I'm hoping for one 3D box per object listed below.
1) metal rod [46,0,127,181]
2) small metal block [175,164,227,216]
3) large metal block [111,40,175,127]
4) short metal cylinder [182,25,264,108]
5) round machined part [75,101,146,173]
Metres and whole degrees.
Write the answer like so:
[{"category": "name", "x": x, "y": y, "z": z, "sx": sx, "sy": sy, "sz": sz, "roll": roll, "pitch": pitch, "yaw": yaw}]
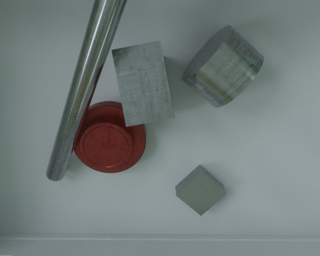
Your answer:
[{"category": "metal rod", "x": -0.088, "y": -0.031, "z": 0.336, "sx": 0.025, "sy": 0.025, "sz": 0.298, "roll": 24, "pitch": 132, "yaw": -9}, {"category": "small metal block", "x": 0.058, "y": 0.090, "z": 0.445, "sx": 0.050, "sy": 0.025, "sz": 0.050, "roll": 41, "pitch": 105, "yaw": -14}, {"category": "large metal block", "x": -0.015, "y": -0.046, "z": 0.353, "sx": 0.050, "sy": 0.080, "sz": 0.080, "roll": -11, "pitch": 91, "yaw": 3}, {"category": "short metal cylinder", "x": 0.071, "y": -0.070, "z": 0.357, "sx": 0.050, "sy": 0.080, "sz": 0.080, "roll": 38, "pitch": 105, "yaw": -13}, {"category": "round machined part", "x": -0.068, "y": 0.017, "z": 0.408, "sx": 0.099, "sy": 0.042, "sz": 0.097, "roll": 0, "pitch": 110, "yaw": -1}]
